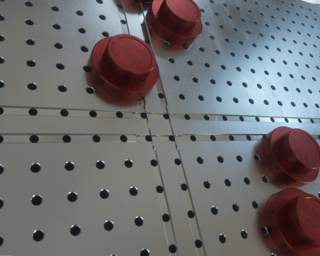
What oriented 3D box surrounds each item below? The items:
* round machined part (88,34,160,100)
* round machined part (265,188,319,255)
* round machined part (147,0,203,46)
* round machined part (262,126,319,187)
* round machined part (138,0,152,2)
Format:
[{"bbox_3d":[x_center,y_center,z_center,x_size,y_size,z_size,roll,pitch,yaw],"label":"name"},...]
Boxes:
[{"bbox_3d":[-0.045,-0.090,0.428,0.099,0.042,0.098,14,56,-21],"label":"round machined part"},{"bbox_3d":[0.197,0.128,0.424,0.099,0.042,0.098,13,56,-21],"label":"round machined part"},{"bbox_3d":[0.031,-0.192,0.530,0.099,0.042,0.098,13,56,-21],"label":"round machined part"},{"bbox_3d":[0.213,0.039,0.487,0.099,0.042,0.098,13,56,-21],"label":"round machined part"},{"bbox_3d":[-0.032,-0.273,0.546,0.099,0.042,0.098,13,56,-21],"label":"round machined part"}]
